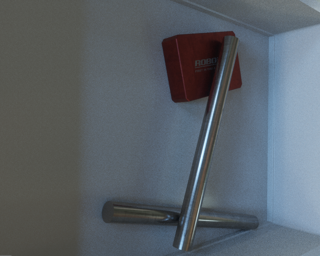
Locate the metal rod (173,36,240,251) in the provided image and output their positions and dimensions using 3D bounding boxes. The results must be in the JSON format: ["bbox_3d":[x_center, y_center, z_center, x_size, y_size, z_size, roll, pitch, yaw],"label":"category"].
[{"bbox_3d":[0.066,0.013,0.426,0.025,0.025,0.299,23,77,-38],"label":"metal rod"}]

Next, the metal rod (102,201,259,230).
[{"bbox_3d":[0.052,0.132,0.452,0.302,0.025,0.025,17,79,-39],"label":"metal rod"}]

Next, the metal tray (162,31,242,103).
[{"bbox_3d":[0.067,-0.094,0.462,0.131,0.030,0.089,-18,102,-39],"label":"metal tray"}]
